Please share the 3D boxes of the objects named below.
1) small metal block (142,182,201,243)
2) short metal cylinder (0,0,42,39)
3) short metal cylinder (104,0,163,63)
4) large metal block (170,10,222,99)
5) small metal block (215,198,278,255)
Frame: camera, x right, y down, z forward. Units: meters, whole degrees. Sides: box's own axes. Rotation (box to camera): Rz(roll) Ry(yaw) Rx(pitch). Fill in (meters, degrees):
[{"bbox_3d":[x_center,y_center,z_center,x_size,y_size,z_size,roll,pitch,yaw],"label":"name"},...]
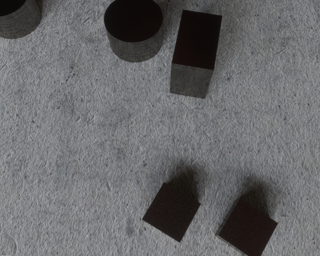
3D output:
[{"bbox_3d":[0.014,0.101,0.371,0.050,0.025,0.050,29,72,10],"label":"small metal block"},{"bbox_3d":[-0.225,-0.181,0.459,0.081,0.050,0.080,0,70,0],"label":"short metal cylinder"},{"bbox_3d":[-0.036,-0.142,0.447,0.081,0.050,0.080,0,70,0],"label":"short metal cylinder"},{"bbox_3d":[0.046,-0.095,0.414,0.050,0.080,0.080,10,70,4],"label":"large metal block"},{"bbox_3d":[0.101,0.120,0.365,0.050,0.025,0.050,33,73,11],"label":"small metal block"}]
